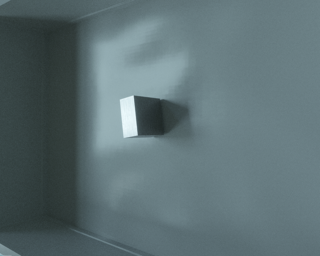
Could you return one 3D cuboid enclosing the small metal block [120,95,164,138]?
[{"bbox_3d":[-0.023,-0.014,0.406,0.025,0.050,0.050,-11,82,40],"label":"small metal block"}]
